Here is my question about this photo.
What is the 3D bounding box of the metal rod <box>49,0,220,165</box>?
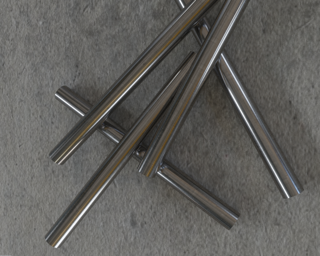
[{"bbox_3d":[-0.039,-0.060,0.393,0.299,0.025,0.025,-44,77,14],"label":"metal rod"}]

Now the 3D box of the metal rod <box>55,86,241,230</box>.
[{"bbox_3d":[-0.027,0.031,0.417,0.300,0.025,0.025,35,101,16],"label":"metal rod"}]

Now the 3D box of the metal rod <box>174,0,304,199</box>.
[{"bbox_3d":[0.087,-0.057,0.378,0.025,0.025,0.299,-29,81,17],"label":"metal rod"}]

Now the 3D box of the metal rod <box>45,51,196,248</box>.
[{"bbox_3d":[-0.045,0.028,0.395,0.025,0.025,0.299,39,92,15],"label":"metal rod"}]

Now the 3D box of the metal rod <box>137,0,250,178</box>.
[{"bbox_3d":[0.051,-0.075,0.362,0.025,0.025,0.298,31,100,17],"label":"metal rod"}]
